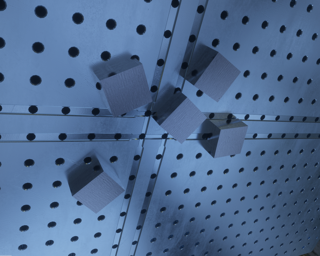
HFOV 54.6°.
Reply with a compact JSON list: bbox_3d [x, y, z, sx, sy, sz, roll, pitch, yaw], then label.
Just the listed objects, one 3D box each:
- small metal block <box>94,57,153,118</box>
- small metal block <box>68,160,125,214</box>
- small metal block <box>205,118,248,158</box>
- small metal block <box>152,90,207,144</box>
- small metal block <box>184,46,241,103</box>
[{"bbox_3d":[-0.041,-0.047,0.359,0.050,0.025,0.050,-25,127,-13],"label":"small metal block"},{"bbox_3d":[-0.084,0.079,0.414,0.050,0.025,0.050,-39,129,-2],"label":"small metal block"},{"bbox_3d":[0.102,0.015,0.475,0.050,0.025,0.050,-7,122,-25],"label":"small metal block"},{"bbox_3d":[0.027,-0.014,0.416,0.050,0.025,0.050,-46,129,4],"label":"small metal block"},{"bbox_3d":[0.069,-0.069,0.405,0.050,0.025,0.050,28,103,-38],"label":"small metal block"}]
